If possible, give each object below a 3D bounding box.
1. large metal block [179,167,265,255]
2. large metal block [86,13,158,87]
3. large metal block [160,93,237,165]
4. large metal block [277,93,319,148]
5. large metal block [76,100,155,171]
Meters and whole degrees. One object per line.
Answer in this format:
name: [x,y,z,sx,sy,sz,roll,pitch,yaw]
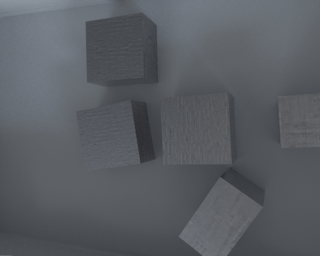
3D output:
large metal block: [0.074,0.097,0.355,0.050,0.080,0.080,35,101,16]
large metal block: [-0.050,-0.100,0.415,0.080,0.050,0.080,-2,90,20]
large metal block: [0.049,0.002,0.380,0.080,0.050,0.080,-3,89,20]
large metal block: [0.166,-0.008,0.322,0.080,0.080,0.050,-3,89,20]
large metal block: [-0.059,0.011,0.418,0.080,0.050,0.080,-10,87,19]
